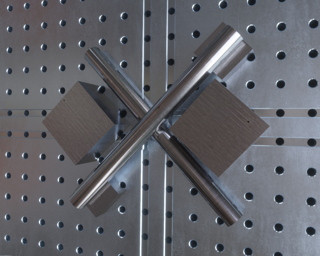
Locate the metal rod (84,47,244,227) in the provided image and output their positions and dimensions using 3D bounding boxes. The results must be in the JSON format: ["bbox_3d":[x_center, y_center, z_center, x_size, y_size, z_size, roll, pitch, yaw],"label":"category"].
[{"bbox_3d":[-0.003,0.002,0.413,0.025,0.025,0.300,-44,76,15],"label":"metal rod"}]

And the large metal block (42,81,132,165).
[{"bbox_3d":[-0.102,-0.007,0.436,0.080,0.050,0.080,-45,76,14],"label":"large metal block"}]

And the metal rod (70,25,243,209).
[{"bbox_3d":[-0.014,-0.004,0.390,0.299,0.025,0.025,-47,76,14],"label":"metal rod"}]

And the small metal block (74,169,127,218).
[{"bbox_3d":[-0.085,0.090,0.442,0.050,0.025,0.050,46,104,14],"label":"small metal block"}]

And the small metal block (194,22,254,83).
[{"bbox_3d":[0.079,-0.093,0.385,0.050,0.025,0.050,-46,76,14],"label":"small metal block"}]

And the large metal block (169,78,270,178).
[{"bbox_3d":[0.073,0.000,0.374,0.080,0.050,0.080,45,104,14],"label":"large metal block"}]
